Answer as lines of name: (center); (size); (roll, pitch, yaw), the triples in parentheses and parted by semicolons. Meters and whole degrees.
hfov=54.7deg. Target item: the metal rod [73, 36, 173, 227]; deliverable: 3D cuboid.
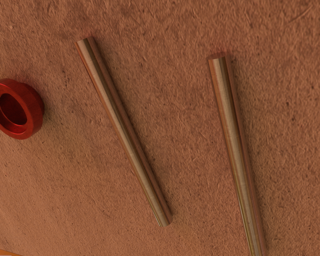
metal rod: (-0.044, 0.019, 0.439); (0.025, 0.025, 0.299); (-9, 114, 32)

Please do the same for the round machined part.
round machined part: (-0.225, -0.033, 0.491); (0.098, 0.042, 0.097); (13, 124, 20)

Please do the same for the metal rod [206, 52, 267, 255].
metal rod: (0.101, 0.054, 0.386); (0.025, 0.025, 0.298); (-3, 117, 29)
